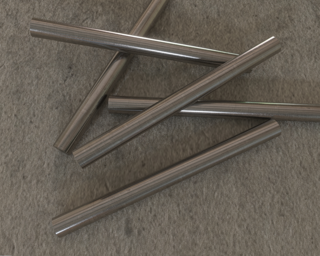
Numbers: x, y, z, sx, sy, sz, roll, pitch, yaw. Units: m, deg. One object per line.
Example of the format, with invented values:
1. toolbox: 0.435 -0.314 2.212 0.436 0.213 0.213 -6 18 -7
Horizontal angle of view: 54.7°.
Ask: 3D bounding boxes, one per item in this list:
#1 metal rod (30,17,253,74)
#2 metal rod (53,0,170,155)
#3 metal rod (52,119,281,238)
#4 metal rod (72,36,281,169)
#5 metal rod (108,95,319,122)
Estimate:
1. metal rod: -0.018 -0.111 0.425 0.302 0.025 0.025 8 70 -7
2. metal rod: -0.057 -0.096 0.442 0.025 0.025 0.300 26 72 9
3. metal rod: 0.016 0.058 0.387 0.302 0.025 0.025 -23 72 -9
4. metal rod: 0.030 -0.038 0.394 0.301 0.025 0.025 -31 73 -11
5. metal rod: 0.083 -0.026 0.418 0.302 0.025 0.025 2 70 0
